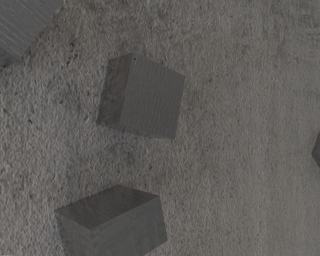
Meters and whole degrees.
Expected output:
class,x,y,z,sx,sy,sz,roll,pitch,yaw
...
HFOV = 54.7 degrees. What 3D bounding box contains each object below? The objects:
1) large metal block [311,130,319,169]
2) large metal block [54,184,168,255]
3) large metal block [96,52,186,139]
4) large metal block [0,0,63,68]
class,x,y,z,sx,sy,sz,roll,pitch,yaw
large metal block,0.407,0.055,0.729,0.080,0.050,0.080,47,62,-30
large metal block,-0.052,0.102,0.325,0.081,0.080,0.050,-17,101,-39
large metal block,-0.022,-0.034,0.370,0.081,0.050,0.080,16,80,-39
large metal block,-0.143,-0.111,0.268,0.080,0.050,0.080,39,66,-33
